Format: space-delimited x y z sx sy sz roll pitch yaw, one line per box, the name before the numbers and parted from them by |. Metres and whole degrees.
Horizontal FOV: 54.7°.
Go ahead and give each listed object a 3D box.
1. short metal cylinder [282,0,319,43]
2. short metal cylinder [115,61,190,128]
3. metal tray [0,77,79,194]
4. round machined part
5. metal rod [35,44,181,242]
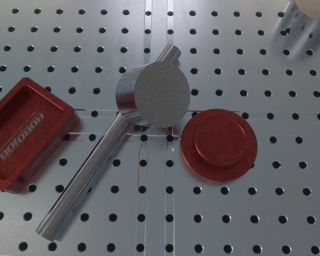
short metal cylinder | 0.232 -0.175 0.464 0.081 0.050 0.080 0 70 0
short metal cylinder | -0.009 -0.041 0.392 0.081 0.050 0.079 -2 93 -33
metal tray | -0.183 0.007 0.404 0.090 0.030 0.130 34 73 11
round machined part | 0.076 0.020 0.396 0.099 0.042 0.098 0 70 0
metal rod | -0.058 0.006 0.408 0.025 0.025 0.300 30 72 10
